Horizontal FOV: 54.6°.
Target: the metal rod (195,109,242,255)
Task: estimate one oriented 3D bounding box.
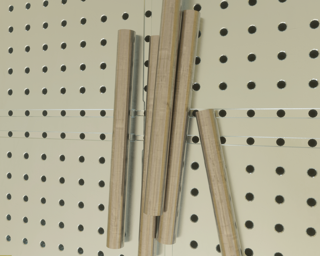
[{"bbox_3d":[0.083,0.125,0.383,0.025,0.025,0.299,-11,86,20],"label":"metal rod"}]

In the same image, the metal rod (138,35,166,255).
[{"bbox_3d":[-0.010,0.029,0.416,0.025,0.025,0.298,4,91,20],"label":"metal rod"}]

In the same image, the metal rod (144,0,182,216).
[{"bbox_3d":[0.005,-0.041,0.391,0.025,0.025,0.298,5,90,20],"label":"metal rod"}]

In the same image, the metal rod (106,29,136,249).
[{"bbox_3d":[-0.054,0.016,0.432,0.025,0.025,0.298,4,91,20],"label":"metal rod"}]

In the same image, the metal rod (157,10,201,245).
[{"bbox_3d":[0.024,0.001,0.404,0.025,0.025,0.298,7,92,20],"label":"metal rod"}]
